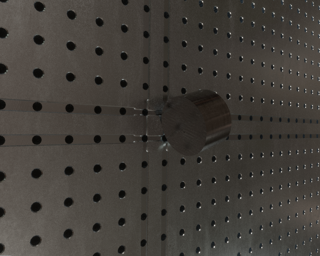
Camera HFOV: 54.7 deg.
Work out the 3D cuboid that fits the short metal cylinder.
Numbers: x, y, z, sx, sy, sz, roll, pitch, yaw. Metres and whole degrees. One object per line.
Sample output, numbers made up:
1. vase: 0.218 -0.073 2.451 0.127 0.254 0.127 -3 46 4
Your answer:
1. short metal cylinder: 0.048 -0.008 0.416 0.050 0.080 0.079 -19 102 -39
